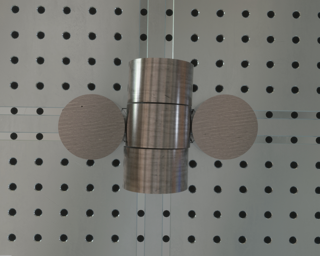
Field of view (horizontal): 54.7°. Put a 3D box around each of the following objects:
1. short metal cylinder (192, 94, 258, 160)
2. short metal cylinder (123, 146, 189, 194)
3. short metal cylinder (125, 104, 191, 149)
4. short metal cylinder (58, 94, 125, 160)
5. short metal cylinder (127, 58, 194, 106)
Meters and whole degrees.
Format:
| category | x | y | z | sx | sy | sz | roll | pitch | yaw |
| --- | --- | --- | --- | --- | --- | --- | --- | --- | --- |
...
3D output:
| category | x | y | z | sx | sy | sz | roll | pitch | yaw |
| --- | --- | --- | --- | --- | --- | --- | --- | --- | --- |
| short metal cylinder | 0.079 | -0.001 | 0.401 | 0.081 | 0.050 | 0.079 | 0 | 90 | -1 |
| short metal cylinder | -0.005 | 0.049 | 0.385 | 0.081 | 0.080 | 0.050 | 1 | 90 | -1 |
| short metal cylinder | -0.002 | -0.002 | 0.385 | 0.081 | 0.080 | 0.050 | 2 | 90 | -1 |
| short metal cylinder | -0.083 | -0.001 | 0.399 | 0.081 | 0.050 | 0.079 | 0 | 90 | -1 |
| short metal cylinder | 0.001 | -0.054 | 0.385 | 0.081 | 0.080 | 0.050 | 3 | 90 | -1 |
